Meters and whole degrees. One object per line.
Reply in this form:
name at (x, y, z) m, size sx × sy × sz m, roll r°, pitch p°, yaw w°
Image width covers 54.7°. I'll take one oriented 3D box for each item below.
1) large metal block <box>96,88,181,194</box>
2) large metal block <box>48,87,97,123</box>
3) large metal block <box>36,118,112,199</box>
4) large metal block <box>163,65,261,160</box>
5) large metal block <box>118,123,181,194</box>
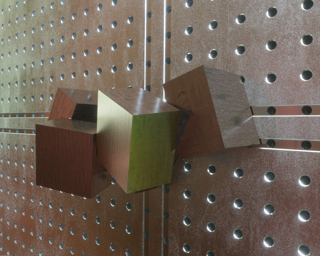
large metal block at (-0.027, 0.008, 0.323) m, size 0.080 × 0.050 × 0.079 m, roll 35°, pitch 126°, yaw 50°
large metal block at (-0.117, -0.011, 0.466) m, size 0.050 × 0.081 × 0.079 m, roll 37°, pitch 112°, yaw 33°
large metal block at (-0.107, 0.035, 0.394) m, size 0.080 × 0.050 × 0.079 m, roll 9°, pitch 104°, yaw 18°
large metal block at (0.056, -0.014, 0.326) m, size 0.050 × 0.081 × 0.080 m, roll -21°, pitch 77°, yaw 38°
large metal block at (-0.024, 0.026, 0.410) m, size 0.080 × 0.050 × 0.079 m, roll 39°, pitch 114°, yaw 32°
